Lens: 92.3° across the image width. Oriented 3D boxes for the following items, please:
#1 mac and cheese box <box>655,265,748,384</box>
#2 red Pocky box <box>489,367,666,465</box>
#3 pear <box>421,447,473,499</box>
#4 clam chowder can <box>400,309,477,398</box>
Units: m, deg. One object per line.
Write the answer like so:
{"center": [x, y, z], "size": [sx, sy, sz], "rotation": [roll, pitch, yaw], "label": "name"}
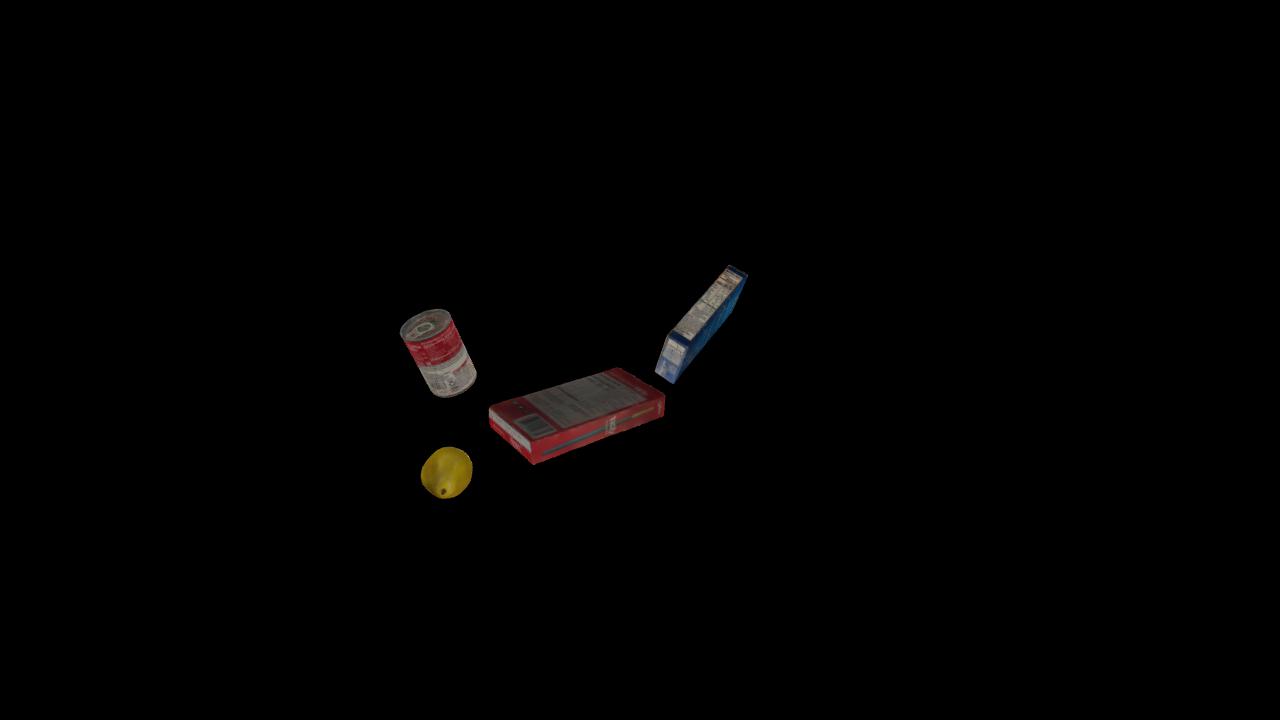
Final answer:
{"center": [0.093, -0.055, 0.923], "size": [0.041, 0.184, 0.093], "rotation": [32, -36, 13], "label": "mac and cheese box"}
{"center": [-0.058, 0.050, 0.598], "size": [0.155, 0.028, 0.083], "rotation": [-16, 29, -35], "label": "red Pocky box"}
{"center": [-0.294, 0.184, 0.931], "size": [0.080, 0.080, 0.111], "rotation": [0, 25, -9], "label": "pear"}
{"center": [-0.266, -0.008, 0.821], "size": [0.068, 0.102, 0.068], "rotation": [-9, 38, 7], "label": "clam chowder can"}
